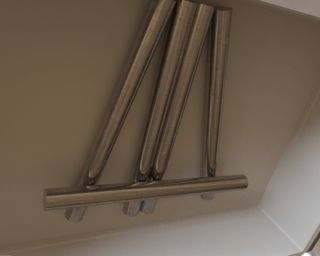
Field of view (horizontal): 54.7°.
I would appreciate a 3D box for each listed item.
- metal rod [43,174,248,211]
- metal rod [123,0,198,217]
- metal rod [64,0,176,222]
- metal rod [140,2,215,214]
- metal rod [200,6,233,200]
[{"bbox_3d":[0.001,0.085,0.426,0.303,0.025,0.025,1,118,-29],"label":"metal rod"},{"bbox_3d":[-0.007,-0.008,0.398,0.025,0.025,0.298,1,118,-29],"label":"metal rod"},{"bbox_3d":[-0.055,-0.010,0.371,0.025,0.025,0.298,13,112,-34],"label":"metal rod"},{"bbox_3d":[0.014,-0.008,0.410,0.025,0.025,0.298,1,118,-29],"label":"metal rod"},{"bbox_3d":[0.076,-0.013,0.440,0.025,0.025,0.298,-15,125,-20],"label":"metal rod"}]
